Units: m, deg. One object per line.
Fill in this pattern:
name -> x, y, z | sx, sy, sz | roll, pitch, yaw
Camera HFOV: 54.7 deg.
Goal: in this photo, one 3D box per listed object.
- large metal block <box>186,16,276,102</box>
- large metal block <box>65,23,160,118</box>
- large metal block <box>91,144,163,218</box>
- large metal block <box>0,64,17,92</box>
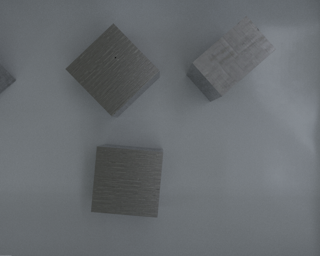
large metal block -> 0.083, -0.080, 0.384 | 0.080, 0.080, 0.050 | -41, 90, 0
large metal block -> -0.057, -0.070, 0.398 | 0.080, 0.050, 0.080 | -44, 90, 0
large metal block -> -0.040, 0.065, 0.398 | 0.080, 0.050, 0.080 | 5, 90, 0
large metal block -> -0.235, -0.083, 0.377 | 0.080, 0.080, 0.050 | 46, 78, 0
